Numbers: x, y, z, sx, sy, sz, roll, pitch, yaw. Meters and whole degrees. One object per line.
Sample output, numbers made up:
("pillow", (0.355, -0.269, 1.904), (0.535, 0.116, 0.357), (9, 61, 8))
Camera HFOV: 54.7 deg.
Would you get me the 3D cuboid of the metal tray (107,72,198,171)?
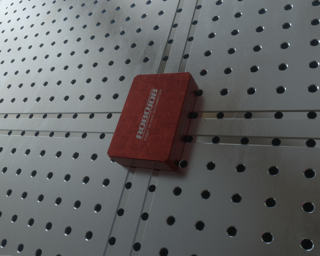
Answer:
("metal tray", (-0.008, -0.012, 0.414), (0.090, 0.030, 0.130), (2, 63, 29))
